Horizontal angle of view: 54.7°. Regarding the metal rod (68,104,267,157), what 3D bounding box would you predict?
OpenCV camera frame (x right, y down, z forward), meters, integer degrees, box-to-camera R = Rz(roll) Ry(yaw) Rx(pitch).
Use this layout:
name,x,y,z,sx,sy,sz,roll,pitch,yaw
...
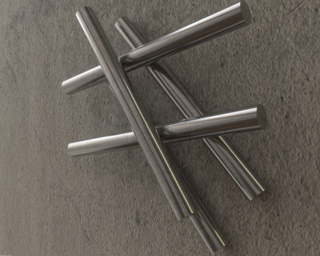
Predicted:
name,x,y,z,sx,sy,sz,roll,pitch,yaw
metal rod,-0.018,0.011,0.387,0.300,0.025,0.025,-11,83,39

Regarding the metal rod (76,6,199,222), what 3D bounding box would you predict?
name,x,y,z,sx,sy,sz,roll,pitch,yaw
metal rod,-0.037,-0.033,0.370,0.025,0.025,0.299,-42,65,32

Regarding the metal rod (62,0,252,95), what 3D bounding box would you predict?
name,x,y,z,sx,sy,sz,roll,pitch,yaw
metal rod,-0.030,-0.089,0.397,0.300,0.025,0.025,-12,83,39

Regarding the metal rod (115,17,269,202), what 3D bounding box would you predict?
name,x,y,z,sx,sy,sz,roll,pitch,yaw
metal rod,0.024,-0.040,0.384,0.025,0.025,0.299,-50,61,28

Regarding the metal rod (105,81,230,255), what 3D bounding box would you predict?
name,x,y,z,sx,sy,sz,roll,pitch,yaw
metal rod,-0.007,0.022,0.410,0.025,0.025,0.299,-48,62,29
